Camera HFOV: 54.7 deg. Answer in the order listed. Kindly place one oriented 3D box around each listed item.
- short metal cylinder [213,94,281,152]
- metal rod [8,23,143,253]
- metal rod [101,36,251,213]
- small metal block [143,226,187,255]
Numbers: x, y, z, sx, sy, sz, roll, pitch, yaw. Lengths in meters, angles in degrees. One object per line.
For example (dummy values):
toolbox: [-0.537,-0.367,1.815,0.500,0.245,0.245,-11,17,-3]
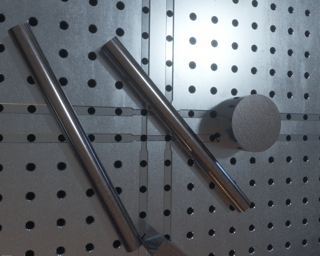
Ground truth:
short metal cylinder: [0.124,-0.007,0.445,0.081,0.050,0.079,0,90,-20]
metal rod: [-0.097,0.019,0.376,0.025,0.025,0.299,-29,100,-18]
metal rod: [0.029,0.004,0.423,0.025,0.025,0.300,-44,104,-15]
small metal block: [0.008,0.160,0.402,0.050,0.050,0.025,42,77,-16]
